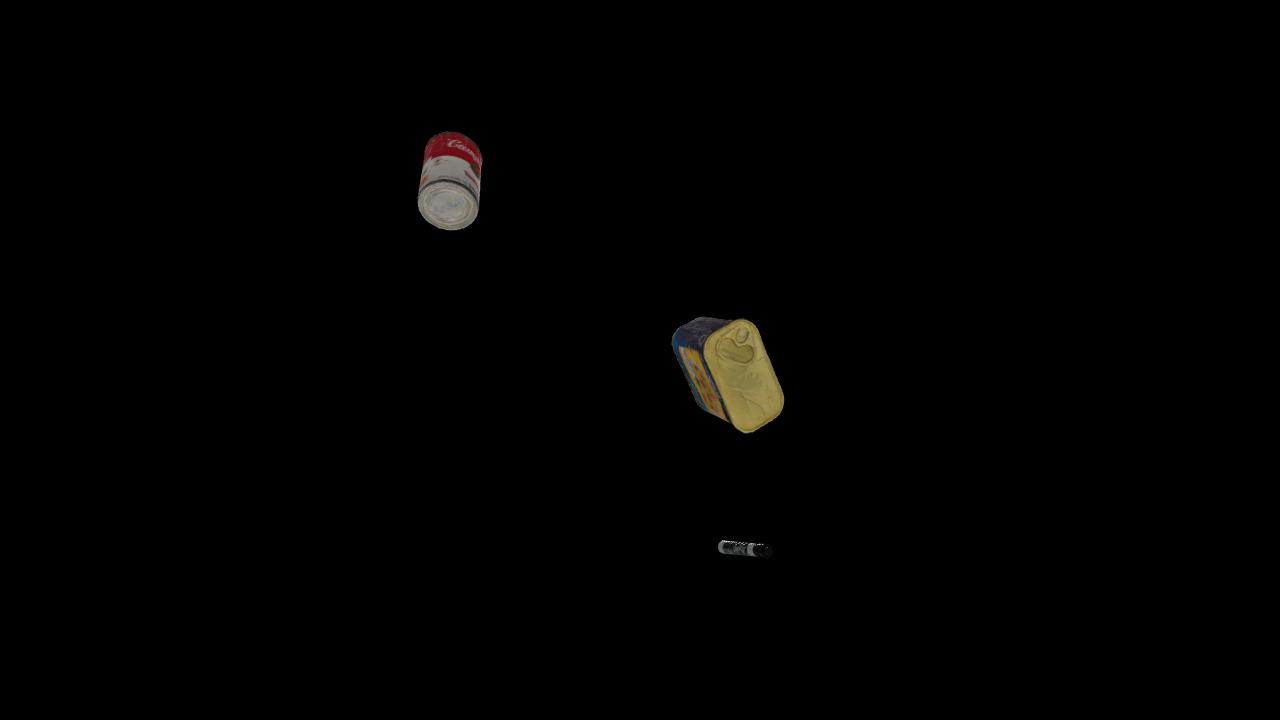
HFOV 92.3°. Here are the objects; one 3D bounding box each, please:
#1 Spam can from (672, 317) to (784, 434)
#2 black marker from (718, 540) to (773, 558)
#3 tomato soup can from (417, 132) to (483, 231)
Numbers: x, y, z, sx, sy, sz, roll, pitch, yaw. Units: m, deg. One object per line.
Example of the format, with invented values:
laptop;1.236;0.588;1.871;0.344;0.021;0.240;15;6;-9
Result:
Spam can;0.080;0.010;0.587;0.058;0.101;0.085;-28;15;-14
black marker;0.147;0.264;0.860;0.020;0.020;0.121;0;-13;-23
tomato soup can;-0.219;-0.207;0.713;0.068;0.101;0.068;-5;-39;-4
